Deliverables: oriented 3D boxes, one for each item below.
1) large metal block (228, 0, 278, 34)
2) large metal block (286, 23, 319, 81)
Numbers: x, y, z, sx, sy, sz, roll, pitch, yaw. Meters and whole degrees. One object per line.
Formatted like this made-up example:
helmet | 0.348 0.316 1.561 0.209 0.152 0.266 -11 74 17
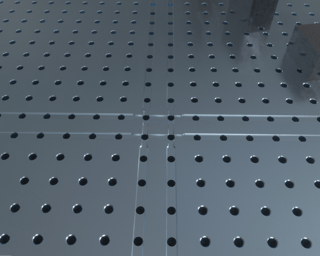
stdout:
large metal block | 0.170 -0.233 0.569 0.050 0.080 0.080 -12 51 -10
large metal block | 0.265 -0.124 0.497 0.080 0.050 0.080 -7 50 -6
